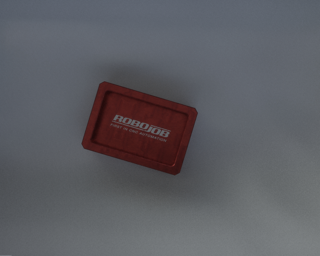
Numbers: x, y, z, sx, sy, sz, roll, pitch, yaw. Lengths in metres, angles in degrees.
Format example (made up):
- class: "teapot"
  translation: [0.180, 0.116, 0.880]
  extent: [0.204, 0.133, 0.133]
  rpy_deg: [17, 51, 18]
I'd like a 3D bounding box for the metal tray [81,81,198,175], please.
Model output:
- class: "metal tray"
  translation: [-0.026, 0.000, 0.408]
  extent: [0.131, 0.030, 0.090]
  rpy_deg: [17, 90, 0]
